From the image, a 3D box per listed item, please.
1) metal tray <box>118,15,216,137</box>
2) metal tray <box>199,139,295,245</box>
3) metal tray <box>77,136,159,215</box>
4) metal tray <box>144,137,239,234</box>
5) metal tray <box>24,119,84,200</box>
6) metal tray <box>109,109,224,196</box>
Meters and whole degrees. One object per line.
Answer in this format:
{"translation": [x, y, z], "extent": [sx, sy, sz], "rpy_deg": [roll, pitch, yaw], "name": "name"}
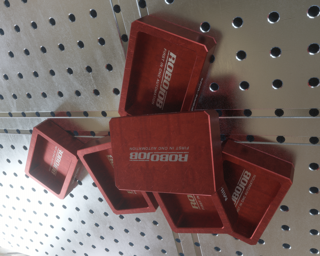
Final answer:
{"translation": [0.003, -0.056, 0.372], "extent": [0.090, 0.030, 0.129], "rpy_deg": [24, 127, 13], "name": "metal tray"}
{"translation": [0.105, 0.087, 0.406], "extent": [0.090, 0.030, 0.129], "rpy_deg": [22, 127, 14], "name": "metal tray"}
{"translation": [-0.062, 0.075, 0.487], "extent": [0.090, 0.030, 0.130], "rpy_deg": [-15, 111, 34], "name": "metal tray"}
{"translation": [0.035, 0.076, 0.397], "extent": [0.090, 0.030, 0.130], "rpy_deg": [-12, 112, 33], "name": "metal tray"}
{"translation": [-0.184, 0.058, 0.541], "extent": [0.090, 0.030, 0.129], "rpy_deg": [34, 129, 5], "name": "metal tray"}
{"translation": [0.005, 0.028, 0.363], "extent": [0.130, 0.030, 0.090], "rpy_deg": [-3, 95, 29], "name": "metal tray"}
